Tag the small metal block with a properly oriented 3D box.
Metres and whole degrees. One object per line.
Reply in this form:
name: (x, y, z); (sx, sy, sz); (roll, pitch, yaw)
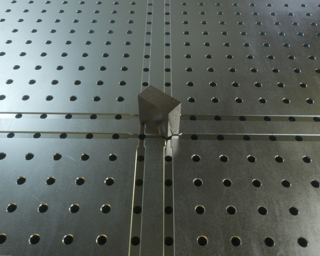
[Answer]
small metal block: (-0.001, -0.021, 0.409); (0.050, 0.050, 0.025); (33, 57, 24)
